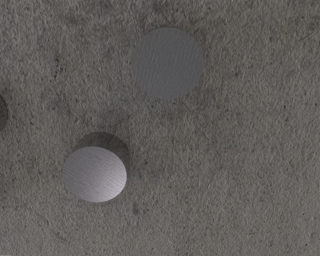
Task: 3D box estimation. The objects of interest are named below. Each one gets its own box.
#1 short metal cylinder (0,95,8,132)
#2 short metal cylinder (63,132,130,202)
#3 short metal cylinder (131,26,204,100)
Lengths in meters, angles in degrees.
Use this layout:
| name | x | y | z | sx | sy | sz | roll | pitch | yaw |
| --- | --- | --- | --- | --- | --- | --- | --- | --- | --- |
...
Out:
| name | x | y | z | sx | sy | sz | roll | pitch | yaw |
| --- | --- | --- | --- | --- | --- | --- | --- | --- | --- |
| short metal cylinder | -0.243 | -0.015 | 0.389 | 0.081 | 0.050 | 0.079 | 0 | 110 | 0 |
| short metal cylinder | -0.082 | 0.051 | 0.414 | 0.081 | 0.050 | 0.079 | 0 | 110 | 0 |
| short metal cylinder | 0.008 | -0.079 | 0.367 | 0.081 | 0.050 | 0.079 | 0 | 110 | 0 |
